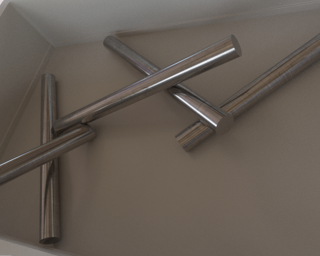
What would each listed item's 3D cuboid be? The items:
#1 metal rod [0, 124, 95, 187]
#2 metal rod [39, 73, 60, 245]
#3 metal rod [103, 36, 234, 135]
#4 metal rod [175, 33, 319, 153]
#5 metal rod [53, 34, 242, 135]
[{"bbox_3d":[-0.207,0.065,0.366,0.025,0.025,0.302,25,40,36],"label":"metal rod"},{"bbox_3d":[-0.171,0.025,0.477,0.025,0.025,0.299,-25,53,12],"label":"metal rod"},{"bbox_3d":[-0.009,-0.076,0.437,0.025,0.025,0.300,-44,46,-3],"label":"metal rod"},{"bbox_3d":[0.147,-0.067,0.369,0.300,0.025,0.025,-36,52,4],"label":"metal rod"},{"bbox_3d":[-0.038,-0.045,0.408,0.300,0.025,0.025,-20,53,32],"label":"metal rod"}]
